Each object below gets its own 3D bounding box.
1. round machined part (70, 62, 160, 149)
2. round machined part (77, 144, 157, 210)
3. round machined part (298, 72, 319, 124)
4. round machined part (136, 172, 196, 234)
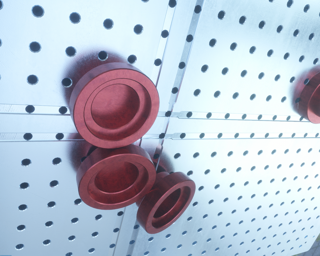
[{"bbox_3d":[-0.054,-0.028,0.355,0.099,0.042,0.097,-14,124,-21],"label":"round machined part"},{"bbox_3d":[-0.058,0.057,0.399,0.099,0.042,0.097,-13,130,-15],"label":"round machined part"},{"bbox_3d":[0.292,-0.049,0.533,0.099,0.042,0.097,-14,125,-21],"label":"round machined part"},{"bbox_3d":[0.003,0.104,0.456,0.099,0.042,0.097,-31,141,-29],"label":"round machined part"}]
